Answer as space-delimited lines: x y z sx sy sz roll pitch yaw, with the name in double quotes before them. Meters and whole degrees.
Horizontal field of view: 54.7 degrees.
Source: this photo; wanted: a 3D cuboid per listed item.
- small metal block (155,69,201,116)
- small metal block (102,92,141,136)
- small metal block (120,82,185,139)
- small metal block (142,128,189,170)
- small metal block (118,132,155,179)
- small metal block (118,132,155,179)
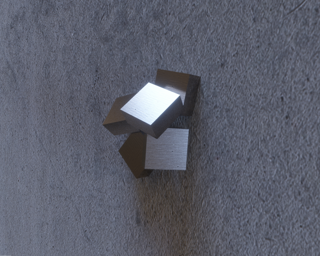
"small metal block" 0.019 -0.045 0.389 0.050 0.025 0.050 18 101 38
"small metal block" -0.044 -0.020 0.424 0.050 0.025 0.050 -10 46 39
"small metal block" -0.008 -0.021 0.361 0.050 0.025 0.050 27 63 36
"small metal block" 0.006 0.024 0.381 0.025 0.050 0.050 -164 78 -77
"small metal block" -0.023 0.033 0.424 0.050 0.025 0.050 -52 60 27
"small metal block" -0.023 0.033 0.424 0.050 0.025 0.050 -52 60 27
